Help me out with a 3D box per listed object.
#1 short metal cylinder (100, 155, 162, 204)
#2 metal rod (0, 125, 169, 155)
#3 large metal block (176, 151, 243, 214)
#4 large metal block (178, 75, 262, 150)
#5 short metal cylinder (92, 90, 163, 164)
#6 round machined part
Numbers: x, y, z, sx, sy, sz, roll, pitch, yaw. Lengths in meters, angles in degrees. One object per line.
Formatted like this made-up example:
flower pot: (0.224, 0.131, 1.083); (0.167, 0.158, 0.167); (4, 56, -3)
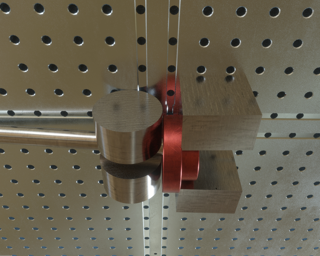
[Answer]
short metal cylinder: (-0.038, 0.055, 0.421); (0.081, 0.080, 0.050); (1, 131, -1)
metal rod: (-0.121, 0.014, 0.407); (0.302, 0.025, 0.025); (4, 130, 1)
large metal block: (0.063, 0.071, 0.438); (0.081, 0.080, 0.050); (2, 130, -2)
large metal block: (0.064, -0.020, 0.360); (0.081, 0.080, 0.050); (0, 130, 0)
short metal cylinder: (-0.038, -0.003, 0.373); (0.081, 0.080, 0.050); (1, 131, -1)
round machined part: (0.024, 0.032, 0.391); (0.042, 0.098, 0.097); (1, 130, -1)
